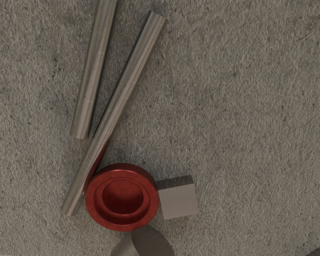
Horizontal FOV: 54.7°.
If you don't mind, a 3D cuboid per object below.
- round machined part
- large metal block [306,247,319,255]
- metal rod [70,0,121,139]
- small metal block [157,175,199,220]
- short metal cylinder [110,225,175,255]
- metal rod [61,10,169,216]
[{"bbox_3d":[-0.051,0.092,0.434,0.099,0.042,0.097,0,110,0],"label":"round machined part"},{"bbox_3d":[0.266,0.248,0.476,0.050,0.080,0.080,-41,106,13],"label":"large metal block"},{"bbox_3d":[-0.065,-0.125,0.362,0.025,0.025,0.298,15,109,-6],"label":"metal rod"},{"bbox_3d":[0.025,0.099,0.445,0.050,0.025,0.050,-11,110,-2],"label":"small metal block"},{"bbox_3d":[-0.024,0.187,0.449,0.080,0.080,0.050,36,106,-13],"label":"short metal cylinder"},{"bbox_3d":[-0.067,-0.006,0.406,0.025,0.025,0.298,25,108,-9],"label":"metal rod"}]
